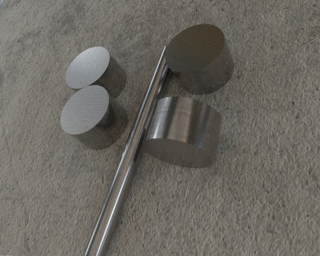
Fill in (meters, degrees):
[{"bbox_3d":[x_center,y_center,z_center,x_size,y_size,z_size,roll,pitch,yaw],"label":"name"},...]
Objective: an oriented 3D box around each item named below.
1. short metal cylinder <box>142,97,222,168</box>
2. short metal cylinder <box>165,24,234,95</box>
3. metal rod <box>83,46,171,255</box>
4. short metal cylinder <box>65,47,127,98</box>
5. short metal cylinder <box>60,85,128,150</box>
[{"bbox_3d":[0.026,0.007,0.351,0.080,0.080,0.050,2,63,29],"label":"short metal cylinder"},{"bbox_3d":[0.054,-0.091,0.416,0.080,0.050,0.080,-13,56,21],"label":"short metal cylinder"},{"bbox_3d":[-0.030,0.016,0.409,0.025,0.025,0.300,5,64,30],"label":"metal rod"},{"bbox_3d":[-0.101,-0.081,0.491,0.080,0.050,0.080,-13,56,21],"label":"short metal cylinder"},{"bbox_3d":[-0.094,-0.015,0.446,0.080,0.050,0.080,-13,56,21],"label":"short metal cylinder"}]
